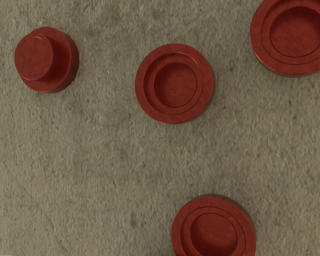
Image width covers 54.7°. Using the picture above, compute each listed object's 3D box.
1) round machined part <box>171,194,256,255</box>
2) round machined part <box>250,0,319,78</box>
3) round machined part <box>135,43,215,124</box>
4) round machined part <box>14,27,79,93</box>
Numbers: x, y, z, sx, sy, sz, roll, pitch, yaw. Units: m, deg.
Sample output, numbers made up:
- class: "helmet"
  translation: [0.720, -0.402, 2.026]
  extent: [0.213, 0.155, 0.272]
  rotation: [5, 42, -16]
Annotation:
- class: "round machined part"
  translation: [0.066, 0.128, 0.376]
  extent: [0.098, 0.042, 0.097]
  rotation: [0, 90, 19]
- class: "round machined part"
  translation: [0.153, -0.105, 0.346]
  extent: [0.098, 0.042, 0.097]
  rotation: [0, 90, 19]
- class: "round machined part"
  translation: [0.022, -0.053, 0.392]
  extent: [0.098, 0.042, 0.097]
  rotation: [0, 90, 19]
- class: "round machined part"
  translation: [-0.174, -0.102, 0.460]
  extent: [0.098, 0.042, 0.097]
  rotation: [0, 90, 19]
